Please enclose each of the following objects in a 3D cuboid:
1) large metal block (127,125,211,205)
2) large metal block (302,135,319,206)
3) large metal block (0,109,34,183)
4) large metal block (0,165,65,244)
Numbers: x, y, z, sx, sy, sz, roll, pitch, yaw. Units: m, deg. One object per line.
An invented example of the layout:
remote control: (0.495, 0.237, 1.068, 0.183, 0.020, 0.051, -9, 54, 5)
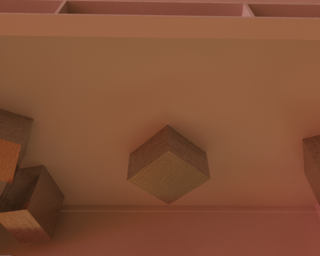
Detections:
large metal block: (0.012, 0.054, 0.439, 0.080, 0.050, 0.080, 36, 121, -27)
large metal block: (0.239, 0.064, 0.429, 0.050, 0.080, 0.080, -15, 129, 12)
large metal block: (-0.222, 0.019, 0.407, 0.080, 0.050, 0.079, 19, 128, -16)
large metal block: (-0.193, 0.116, 0.469, 0.050, 0.080, 0.080, -9, 130, 7)
